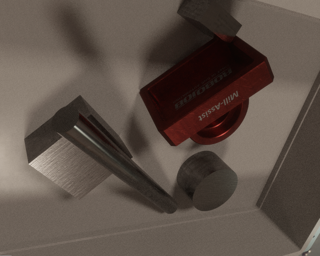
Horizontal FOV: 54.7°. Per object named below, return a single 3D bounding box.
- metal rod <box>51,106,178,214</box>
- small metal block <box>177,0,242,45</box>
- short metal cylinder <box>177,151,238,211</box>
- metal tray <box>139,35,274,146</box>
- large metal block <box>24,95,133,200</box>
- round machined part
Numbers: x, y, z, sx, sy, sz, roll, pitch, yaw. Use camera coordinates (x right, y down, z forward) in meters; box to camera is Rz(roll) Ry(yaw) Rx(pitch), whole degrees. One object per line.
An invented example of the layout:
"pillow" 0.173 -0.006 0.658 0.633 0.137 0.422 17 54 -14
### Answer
"metal rod" -0.030 0.059 0.373 0.025 0.025 0.300 -39 147 -2
"small metal block" 0.055 -0.123 0.348 0.050 0.050 0.025 23 105 -37
"short metal cylinder" 0.074 0.083 0.486 0.081 0.050 0.079 -14 125 -21
"metal tray" 0.047 -0.048 0.351 0.130 0.090 0.030 -34 130 6
"large metal block" -0.093 0.023 0.357 0.080 0.050 0.080 -39 130 -2
"round machined part" 0.067 -0.029 0.418 0.099 0.042 0.097 -14 125 -21
